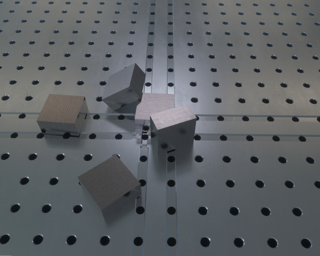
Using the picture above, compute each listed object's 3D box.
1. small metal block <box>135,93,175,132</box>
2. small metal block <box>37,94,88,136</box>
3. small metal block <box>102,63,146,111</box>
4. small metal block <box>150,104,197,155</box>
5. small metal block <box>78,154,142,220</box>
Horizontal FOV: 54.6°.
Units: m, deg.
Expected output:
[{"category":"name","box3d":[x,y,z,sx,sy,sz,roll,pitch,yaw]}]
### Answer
[{"category":"small metal block","box3d":[-0.006,-0.021,0.426,0.050,0.025,0.050,3,50,2]},{"category":"small metal block","box3d":[-0.131,-0.019,0.423,0.050,0.025,0.050,4,50,4]},{"category":"small metal block","box3d":[-0.051,-0.059,0.441,0.050,0.025,0.050,-20,43,29]},{"category":"small metal block","box3d":[0.016,0.002,0.390,0.050,0.050,0.025,-17,52,-14]},{"category":"small metal block","box3d":[-0.056,0.066,0.352,0.050,0.025,0.050,-31,57,-24]}]
